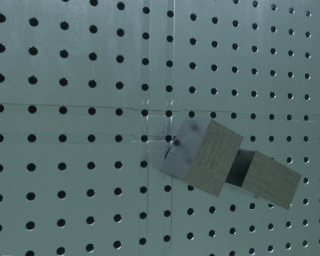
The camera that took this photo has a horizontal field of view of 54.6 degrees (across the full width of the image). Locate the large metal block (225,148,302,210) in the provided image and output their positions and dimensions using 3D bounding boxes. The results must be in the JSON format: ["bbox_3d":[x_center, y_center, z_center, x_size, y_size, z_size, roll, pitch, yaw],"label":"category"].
[{"bbox_3d":[0.130,0.067,0.431,0.080,0.080,0.050,27,81,-18],"label":"large metal block"}]

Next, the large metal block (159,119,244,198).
[{"bbox_3d":[0.051,0.036,0.402,0.050,0.080,0.080,28,81,-18],"label":"large metal block"}]
